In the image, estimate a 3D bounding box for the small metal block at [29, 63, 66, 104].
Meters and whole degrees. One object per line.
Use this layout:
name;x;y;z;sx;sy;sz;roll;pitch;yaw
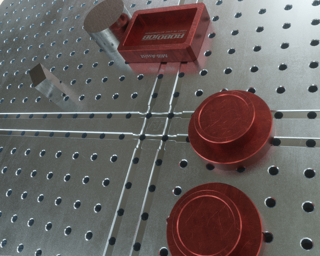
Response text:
small metal block;-0.196;-0.078;0.540;0.025;0.050;0.050;-38;51;3

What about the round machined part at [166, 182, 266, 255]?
round machined part;0.051;0.101;0.308;0.098;0.042;0.098;-13;56;20

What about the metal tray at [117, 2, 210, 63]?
metal tray;0.005;-0.150;0.492;0.130;0.030;0.090;6;64;30

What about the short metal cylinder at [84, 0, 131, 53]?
short metal cylinder;-0.086;-0.180;0.546;0.080;0.050;0.080;-13;56;20

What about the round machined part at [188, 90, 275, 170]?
round machined part;0.078;-0.004;0.358;0.098;0.042;0.098;-13;56;20
